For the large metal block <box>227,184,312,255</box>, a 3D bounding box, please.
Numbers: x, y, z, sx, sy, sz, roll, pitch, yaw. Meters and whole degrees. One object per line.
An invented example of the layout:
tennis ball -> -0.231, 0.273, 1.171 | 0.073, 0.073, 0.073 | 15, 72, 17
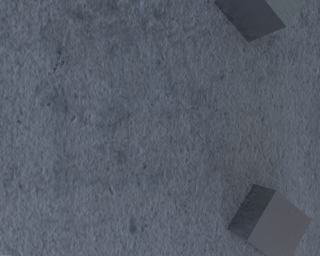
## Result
large metal block -> 0.161, 0.142, 0.457 | 0.080, 0.050, 0.080 | 39, 78, -16

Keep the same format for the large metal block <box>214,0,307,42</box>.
large metal block -> 0.137, -0.176, 0.432 | 0.080, 0.080, 0.050 | 43, 76, -15
